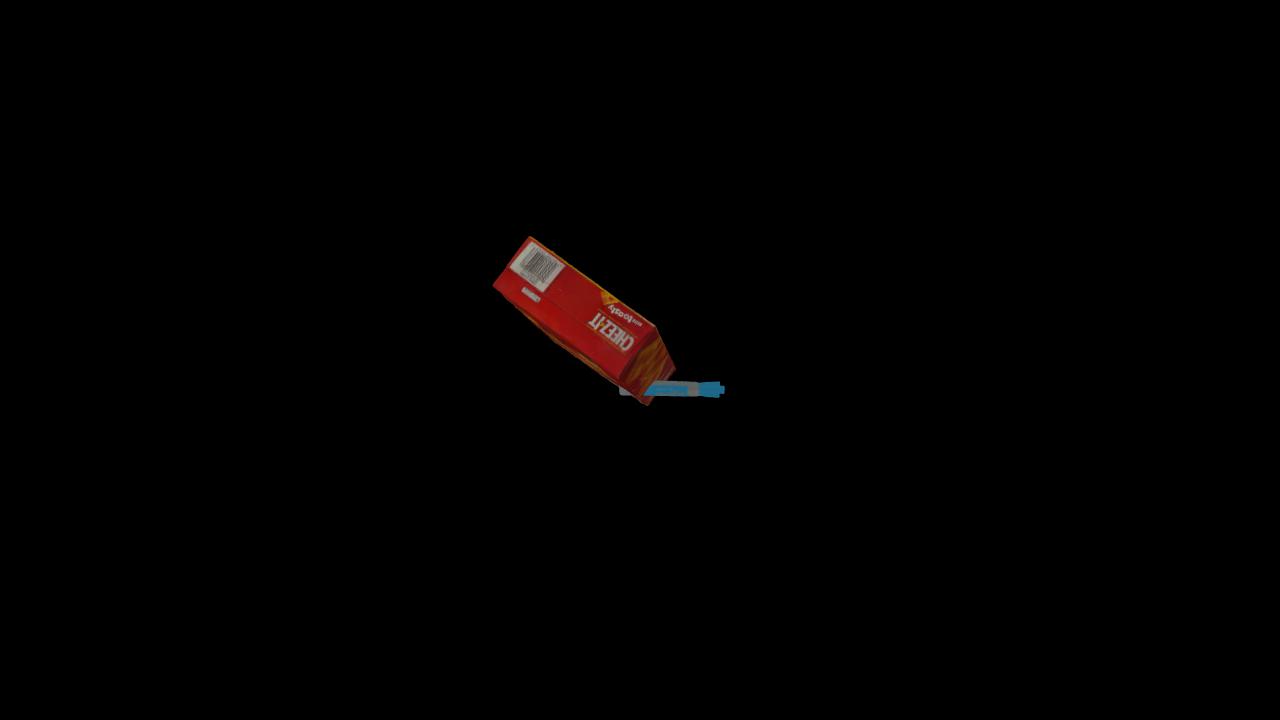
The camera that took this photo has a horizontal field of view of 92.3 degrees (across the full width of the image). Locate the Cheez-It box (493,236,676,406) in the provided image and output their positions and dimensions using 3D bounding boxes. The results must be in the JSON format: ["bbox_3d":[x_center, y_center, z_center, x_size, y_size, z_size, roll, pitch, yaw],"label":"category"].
[{"bbox_3d":[-0.051,-0.032,0.696,0.166,0.071,0.223,36,-5,13],"label":"Cheez-It box"}]

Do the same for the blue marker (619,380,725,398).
[{"bbox_3d":[0.037,0.033,0.709,0.121,0.020,0.020,1,0,10],"label":"blue marker"}]

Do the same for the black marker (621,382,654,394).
[{"bbox_3d":[-0.037,-0.027,0.724,0.020,0.020,0.121,0,-9,-42],"label":"black marker"}]
